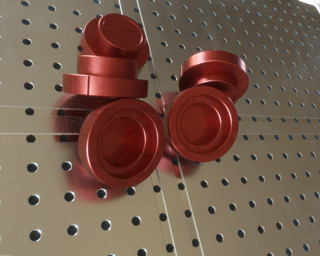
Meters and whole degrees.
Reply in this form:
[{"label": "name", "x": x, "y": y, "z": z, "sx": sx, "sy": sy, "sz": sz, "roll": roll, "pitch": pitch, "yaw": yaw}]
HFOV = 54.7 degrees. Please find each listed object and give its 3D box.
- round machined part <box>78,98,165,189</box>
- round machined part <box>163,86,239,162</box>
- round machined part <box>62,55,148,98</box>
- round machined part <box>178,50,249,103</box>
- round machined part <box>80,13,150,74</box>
[{"label": "round machined part", "x": -0.045, "y": 0.014, "z": 0.345, "sx": 0.099, "sy": 0.042, "sz": 0.097, "roll": -7, "pitch": 102, "yaw": -38}, {"label": "round machined part", "x": 0.050, "y": -0.006, "z": 0.412, "sx": 0.099, "sy": 0.042, "sz": 0.097, "roll": 0, "pitch": 91, "yaw": -17}, {"label": "round machined part", "x": -0.062, "y": -0.060, "z": 0.363, "sx": 0.099, "sy": 0.098, "sz": 0.042, "roll": 0, "pitch": 99, "yaw": -29}, {"label": "round machined part", "x": 0.075, "y": -0.059, "z": 0.440, "sx": 0.099, "sy": 0.097, "sz": 0.042, "roll": 18, "pitch": 54, "yaw": -18}, {"label": "round machined part", "x": -0.059, "y": -0.124, "z": 0.442, "sx": 0.099, "sy": 0.042, "sz": 0.098, "roll": 14, "pitch": 56, "yaw": -21}]
